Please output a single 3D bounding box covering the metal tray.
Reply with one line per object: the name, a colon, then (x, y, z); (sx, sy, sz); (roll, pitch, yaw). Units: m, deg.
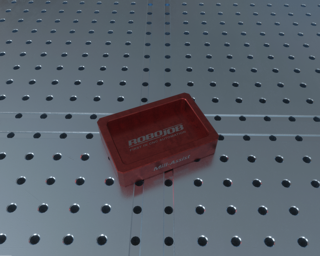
metal tray: (-0.004, 0.010, 0.395); (0.131, 0.030, 0.090); (-18, 53, -15)
